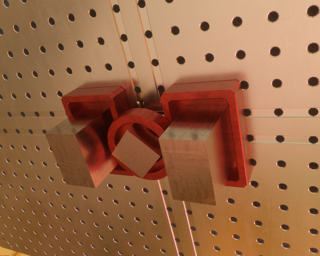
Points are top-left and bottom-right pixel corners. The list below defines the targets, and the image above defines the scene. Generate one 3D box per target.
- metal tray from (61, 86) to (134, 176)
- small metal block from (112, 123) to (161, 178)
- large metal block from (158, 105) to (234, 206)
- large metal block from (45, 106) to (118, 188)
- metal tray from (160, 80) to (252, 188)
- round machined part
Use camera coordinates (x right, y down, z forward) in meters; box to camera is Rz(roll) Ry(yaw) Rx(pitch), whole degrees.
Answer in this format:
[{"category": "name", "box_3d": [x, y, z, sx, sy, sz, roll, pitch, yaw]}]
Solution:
[{"category": "metal tray", "box_3d": [-0.081, 0.007, 0.454, 0.090, 0.030, 0.129, 1, 119, 28]}, {"category": "small metal block", "box_3d": [-0.025, 0.027, 0.389, 0.050, 0.025, 0.050, 38, 129, 2]}, {"category": "large metal block", "box_3d": [0.046, 0.027, 0.351, 0.050, 0.080, 0.080, 2, 119, 28]}, {"category": "large metal block", "box_3d": [-0.097, 0.023, 0.424, 0.050, 0.080, 0.080, 1, 119, 28]}, {"category": "metal tray", "box_3d": [0.059, 0.010, 0.382, 0.090, 0.030, 0.129, 0, 118, 28]}, {"category": "round machined part", "box_3d": [-0.016, 0.017, 0.408, 0.098, 0.042, 0.097, 13, 124, 21]}]
